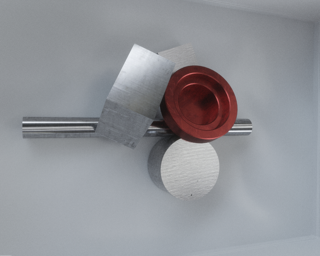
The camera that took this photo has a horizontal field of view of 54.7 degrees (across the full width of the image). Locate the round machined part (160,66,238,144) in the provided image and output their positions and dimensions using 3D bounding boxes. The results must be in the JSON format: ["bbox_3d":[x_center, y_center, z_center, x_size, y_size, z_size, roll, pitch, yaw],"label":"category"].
[{"bbox_3d":[0.046,-0.027,0.398,0.099,0.042,0.098,6,70,-18],"label":"round machined part"}]

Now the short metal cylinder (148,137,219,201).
[{"bbox_3d":[0.030,0.050,0.407,0.081,0.050,0.079,0,90,-21],"label":"short metal cylinder"}]

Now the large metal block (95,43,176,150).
[{"bbox_3d":[-0.030,-0.033,0.354,0.050,0.080,0.080,25,59,-8],"label":"large metal block"}]

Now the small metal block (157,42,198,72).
[{"bbox_3d":[0.023,-0.082,0.419,0.050,0.025,0.050,-22,98,-19],"label":"small metal block"}]

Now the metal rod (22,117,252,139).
[{"bbox_3d":[-0.013,-0.001,0.403,0.303,0.025,0.025,0,90,-21],"label":"metal rod"}]
